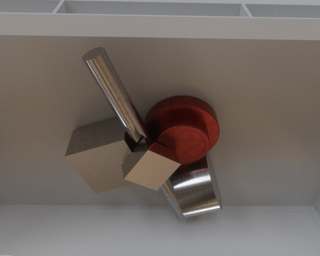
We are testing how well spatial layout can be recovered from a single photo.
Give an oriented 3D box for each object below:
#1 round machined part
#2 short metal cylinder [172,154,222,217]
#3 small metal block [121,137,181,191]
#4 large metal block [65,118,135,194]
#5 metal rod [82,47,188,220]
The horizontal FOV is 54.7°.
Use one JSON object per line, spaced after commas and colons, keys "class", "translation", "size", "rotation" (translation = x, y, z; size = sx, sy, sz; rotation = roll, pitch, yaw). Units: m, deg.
{"class": "round machined part", "translation": [0.028, 0.010, 0.404], "size": [0.099, 0.042, 0.097], "rotation": [-1, 130, 0]}
{"class": "short metal cylinder", "translation": [0.053, 0.082, 0.442], "size": [0.050, 0.080, 0.080], "rotation": [-16, 129, 13]}
{"class": "small metal block", "translation": [-0.011, 0.045, 0.382], "size": [0.050, 0.025, 0.050], "rotation": [26, 114, -30]}
{"class": "large metal block", "translation": [-0.066, 0.037, 0.418], "size": [0.080, 0.050, 0.080], "rotation": [-16, 129, 12]}
{"class": "metal rod", "translation": [-0.015, 0.031, 0.405], "size": [0.025, 0.025, 0.299], "rotation": [-16, 129, 13]}
